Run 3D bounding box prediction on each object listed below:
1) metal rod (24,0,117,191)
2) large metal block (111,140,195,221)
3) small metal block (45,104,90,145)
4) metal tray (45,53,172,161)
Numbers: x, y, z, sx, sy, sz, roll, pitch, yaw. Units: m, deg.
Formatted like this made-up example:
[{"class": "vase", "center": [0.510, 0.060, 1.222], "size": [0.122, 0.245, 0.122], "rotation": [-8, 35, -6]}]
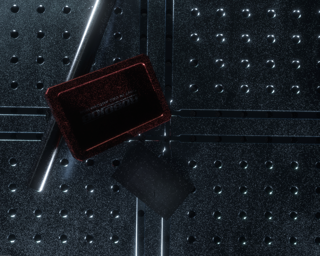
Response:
[{"class": "metal rod", "center": [-0.104, -0.069, 0.392], "size": [0.025, 0.025, 0.299], "rotation": [18, 82, -1]}, {"class": "large metal block", "center": [-0.008, 0.060, 0.386], "size": [0.080, 0.080, 0.050], "rotation": [39, 90, -1]}, {"class": "small metal block", "center": [-0.120, -0.003, 0.412], "size": [0.050, 0.025, 0.050], "rotation": [-8, 90, -1]}, {"class": "metal tray", "center": [-0.060, -0.027, 0.380], "size": [0.131, 0.030, 0.090], "rotation": [-26, 100, -21]}]
